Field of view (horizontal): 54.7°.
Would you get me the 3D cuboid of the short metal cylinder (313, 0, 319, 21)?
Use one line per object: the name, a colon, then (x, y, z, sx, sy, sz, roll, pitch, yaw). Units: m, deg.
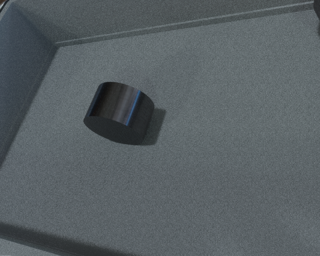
short metal cylinder: (0.221, -0.135, 0.343, 0.080, 0.050, 0.080, -27, 46, 31)

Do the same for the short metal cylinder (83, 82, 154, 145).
short metal cylinder: (-0.053, -0.017, 0.409, 0.080, 0.080, 0.050, 4, 64, 30)
